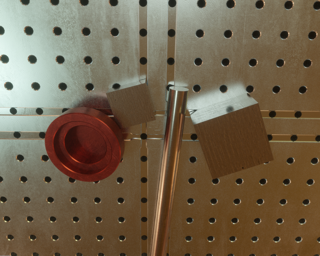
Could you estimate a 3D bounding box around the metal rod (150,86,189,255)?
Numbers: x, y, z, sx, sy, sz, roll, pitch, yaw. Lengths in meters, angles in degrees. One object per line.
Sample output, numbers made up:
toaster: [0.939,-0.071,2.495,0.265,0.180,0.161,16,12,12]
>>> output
metal rod: [0.009,0.089,0.446,0.025,0.025,0.298,5,110,-2]

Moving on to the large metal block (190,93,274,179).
large metal block: [0.092,0.010,0.404,0.080,0.050,0.080,-19,109,7]

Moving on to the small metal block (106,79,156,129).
small metal block: [-0.036,-0.031,0.402,0.050,0.025,0.050,-14,110,5]

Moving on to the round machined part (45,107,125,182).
round machined part: [-0.094,0.018,0.405,0.099,0.042,0.097,3,114,7]
